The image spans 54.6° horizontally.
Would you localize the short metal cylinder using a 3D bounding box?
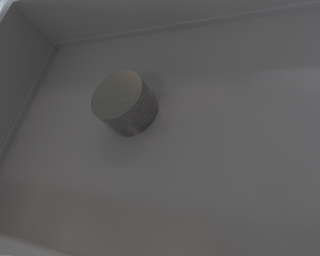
[{"bbox_3d":[-0.049,-0.034,0.437,0.080,0.050,0.080,-13,56,21],"label":"short metal cylinder"}]
